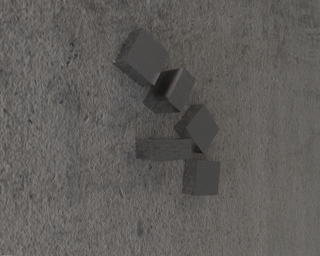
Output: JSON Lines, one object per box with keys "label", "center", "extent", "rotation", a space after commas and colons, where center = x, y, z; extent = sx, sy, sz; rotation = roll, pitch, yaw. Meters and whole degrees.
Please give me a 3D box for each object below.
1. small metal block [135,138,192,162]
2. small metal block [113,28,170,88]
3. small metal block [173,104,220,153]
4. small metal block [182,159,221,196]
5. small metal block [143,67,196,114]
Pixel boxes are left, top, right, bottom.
{"label": "small metal block", "center": [0.004, 0.026, 0.392], "extent": [0.050, 0.050, 0.025], "rotation": [-1, 91, -40]}
{"label": "small metal block", "center": [-0.022, -0.086, 0.386], "extent": [0.050, 0.025, 0.050], "rotation": [37, 68, -34]}
{"label": "small metal block", "center": [0.054, 0.001, 0.450], "extent": [0.050, 0.025, 0.050], "rotation": [-50, 120, -28]}
{"label": "small metal block", "center": [0.061, 0.072, 0.456], "extent": [0.050, 0.025, 0.050], "rotation": [9, 84, -40]}
{"label": "small metal block", "center": [0.012, -0.047, 0.398], "extent": [0.025, 0.050, 0.050], "rotation": [39, 66, -34]}
